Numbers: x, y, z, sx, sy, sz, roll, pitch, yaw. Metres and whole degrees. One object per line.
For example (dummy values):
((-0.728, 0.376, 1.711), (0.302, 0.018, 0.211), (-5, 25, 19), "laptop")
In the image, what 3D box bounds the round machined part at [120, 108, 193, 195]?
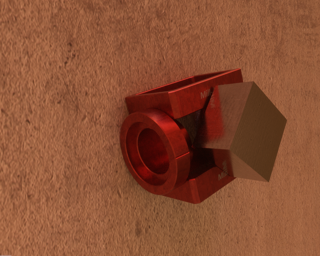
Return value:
((0.000, 0.024, 0.360), (0.042, 0.098, 0.097), (-20, 103, -39), "round machined part")

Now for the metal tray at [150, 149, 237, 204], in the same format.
((0.057, 0.051, 0.412), (0.131, 0.090, 0.030), (-23, 105, -38), "metal tray")

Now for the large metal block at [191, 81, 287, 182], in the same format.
((0.092, 0.005, 0.349), (0.080, 0.050, 0.080), (37, 67, -34), "large metal block")

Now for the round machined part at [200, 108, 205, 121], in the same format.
((0.096, -0.015, 0.441), (0.042, 0.098, 0.097), (-20, 103, -39), "round machined part")

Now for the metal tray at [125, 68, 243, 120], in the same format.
((0.034, -0.044, 0.395), (0.131, 0.090, 0.030), (-23, 105, -38), "metal tray")
